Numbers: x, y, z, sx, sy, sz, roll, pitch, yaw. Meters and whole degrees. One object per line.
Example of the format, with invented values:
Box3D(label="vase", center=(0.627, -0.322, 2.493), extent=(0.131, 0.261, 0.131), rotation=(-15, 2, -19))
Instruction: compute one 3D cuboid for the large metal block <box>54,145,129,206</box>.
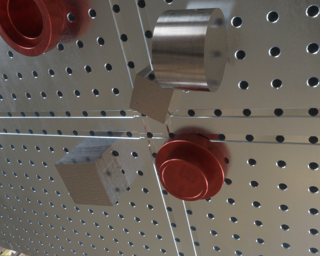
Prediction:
Box3D(label="large metal block", center=(-0.109, 0.077, 0.500), extent=(0.080, 0.050, 0.080), rotation=(-5, 116, 30))

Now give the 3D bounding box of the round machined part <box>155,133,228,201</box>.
Box3D(label="round machined part", center=(0.038, 0.059, 0.417), extent=(0.098, 0.042, 0.097), rotation=(13, 124, 21))

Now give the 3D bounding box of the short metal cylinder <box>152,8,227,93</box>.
Box3D(label="short metal cylinder", center=(0.033, -0.077, 0.311), extent=(0.050, 0.080, 0.079), rotation=(7, 122, 25))

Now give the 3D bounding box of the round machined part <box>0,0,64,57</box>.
Box3D(label="round machined part", center=(-0.165, -0.145, 0.397), extent=(0.098, 0.042, 0.097), rotation=(13, 124, 21))

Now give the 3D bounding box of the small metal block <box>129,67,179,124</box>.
Box3D(label="small metal block", center=(-0.007, -0.041, 0.390), extent=(0.050, 0.025, 0.050), rotation=(26, 128, 12))
